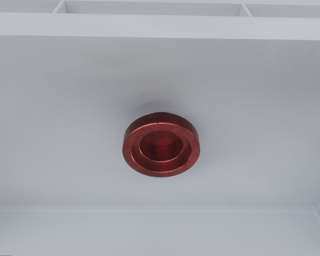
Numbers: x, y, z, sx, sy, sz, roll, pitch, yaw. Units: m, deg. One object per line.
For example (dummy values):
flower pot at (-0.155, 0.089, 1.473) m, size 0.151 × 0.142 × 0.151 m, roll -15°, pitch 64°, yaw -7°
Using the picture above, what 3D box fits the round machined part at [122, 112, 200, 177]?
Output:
round machined part at (0.002, 0.017, 0.408) m, size 0.099 × 0.042 × 0.097 m, roll -1°, pitch 130°, yaw 0°
